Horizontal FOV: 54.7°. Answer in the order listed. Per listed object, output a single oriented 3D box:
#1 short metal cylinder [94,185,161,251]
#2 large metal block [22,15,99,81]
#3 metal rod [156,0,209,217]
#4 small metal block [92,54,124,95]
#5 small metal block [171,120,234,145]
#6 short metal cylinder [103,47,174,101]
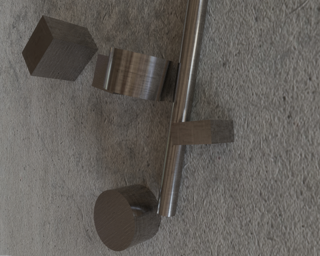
[{"bbox_3d":[-0.046,0.121,0.427,0.080,0.050,0.080,0,90,40],"label":"short metal cylinder"},{"bbox_3d":[-0.162,-0.125,0.503,0.080,0.081,0.050,-43,64,31],"label":"large metal block"},{"bbox_3d":[0.029,-0.038,0.381,0.025,0.025,0.298,14,99,39],"label":"metal rod"},{"bbox_3d":[-0.072,-0.080,0.465,0.050,0.025,0.050,23,104,37],"label":"small metal block"},{"bbox_3d":[0.049,0.005,0.349,0.050,0.050,0.025,-5,87,40],"label":"small metal block"},{"bbox_3d":[-0.027,-0.068,0.392,0.080,0.081,0.050,21,104,38],"label":"short metal cylinder"}]
